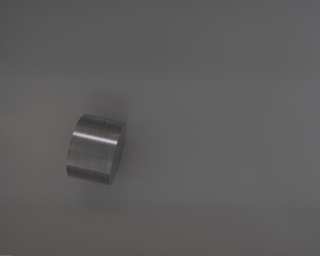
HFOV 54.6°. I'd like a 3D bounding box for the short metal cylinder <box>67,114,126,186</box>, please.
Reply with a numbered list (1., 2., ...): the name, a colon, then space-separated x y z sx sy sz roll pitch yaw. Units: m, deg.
1. short metal cylinder: -0.076 0.027 0.383 0.050 0.080 0.080 13 90 0
